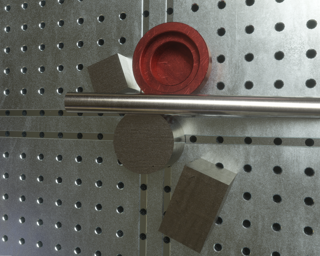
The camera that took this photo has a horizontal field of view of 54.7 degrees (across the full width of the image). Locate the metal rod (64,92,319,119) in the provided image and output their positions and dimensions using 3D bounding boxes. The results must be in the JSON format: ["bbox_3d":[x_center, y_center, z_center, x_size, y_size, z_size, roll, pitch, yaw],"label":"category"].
[{"bbox_3d":[0.040,-0.027,0.360,0.302,0.025,0.025,2,91,5],"label":"metal rod"}]

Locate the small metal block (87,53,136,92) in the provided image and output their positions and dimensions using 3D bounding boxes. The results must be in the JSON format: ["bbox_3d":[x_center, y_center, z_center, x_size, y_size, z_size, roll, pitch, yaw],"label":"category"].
[{"bbox_3d":[-0.068,-0.070,0.435,0.050,0.025,0.050,-20,84,18],"label":"small metal block"}]

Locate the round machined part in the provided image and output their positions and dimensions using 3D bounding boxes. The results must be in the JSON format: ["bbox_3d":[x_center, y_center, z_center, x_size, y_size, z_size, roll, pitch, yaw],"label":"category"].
[{"bbox_3d":[0.018,-0.081,0.397,0.098,0.042,0.097,0,90,19],"label":"round machined part"}]

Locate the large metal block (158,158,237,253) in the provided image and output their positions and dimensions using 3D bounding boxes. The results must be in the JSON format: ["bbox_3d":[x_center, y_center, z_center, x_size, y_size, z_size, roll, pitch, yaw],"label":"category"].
[{"bbox_3d":[0.048,0.086,0.366,0.050,0.080,0.080,23,98,18],"label":"large metal block"}]

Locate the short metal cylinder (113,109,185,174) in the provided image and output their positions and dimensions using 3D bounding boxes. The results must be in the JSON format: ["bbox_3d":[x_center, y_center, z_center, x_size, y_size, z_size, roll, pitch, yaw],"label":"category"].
[{"bbox_3d":[-0.013,0.017,0.403,0.080,0.050,0.079,0,90,19],"label":"short metal cylinder"}]
